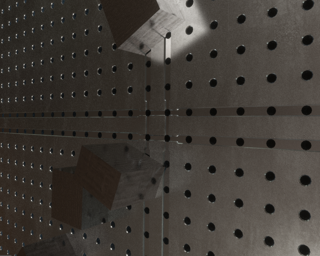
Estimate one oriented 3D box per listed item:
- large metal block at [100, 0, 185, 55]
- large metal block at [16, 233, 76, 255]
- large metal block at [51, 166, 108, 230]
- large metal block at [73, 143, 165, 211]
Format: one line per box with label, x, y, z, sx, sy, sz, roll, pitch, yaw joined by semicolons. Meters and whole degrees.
large metal block;-0.025;-0.157;0.412;0.080;0.050;0.080;-32;71;35
large metal block;-0.206;0.238;0.540;0.080;0.081;0.050;-52;60;27
large metal block;-0.128;0.108;0.496;0.080;0.050;0.079;4;93;39
large metal block;-0.055;0.060;0.416;0.080;0.081;0.050;28;107;36
